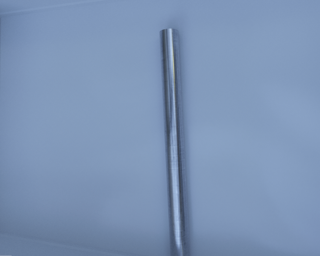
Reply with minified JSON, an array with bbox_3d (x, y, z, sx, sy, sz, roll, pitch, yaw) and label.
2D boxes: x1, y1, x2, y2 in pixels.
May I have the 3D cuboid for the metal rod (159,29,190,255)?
[{"bbox_3d":[0.019,0.023,0.404,0.025,0.025,0.298,-3,89,20],"label":"metal rod"}]
